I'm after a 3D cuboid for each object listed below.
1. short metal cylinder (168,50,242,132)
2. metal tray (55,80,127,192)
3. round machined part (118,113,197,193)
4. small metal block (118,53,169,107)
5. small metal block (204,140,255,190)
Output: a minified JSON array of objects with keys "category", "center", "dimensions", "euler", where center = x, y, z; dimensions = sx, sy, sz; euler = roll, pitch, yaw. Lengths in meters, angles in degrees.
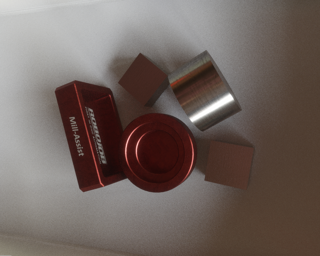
[{"category":"short metal cylinder","center":[0.053,-0.043,0.361],"dimensions":[0.050,0.080,0.080],"euler":[-31,80,17]},{"category":"metal tray","center":[-0.081,0.009,0.401],"dimensions":[0.030,0.090,0.129],"euler":[-18,84,19]},{"category":"round machined part","center":[0.000,0.030,0.397],"dimensions":[0.098,0.042,0.097],"euler":[0,90,19]},{"category":"small metal block","center":[-0.019,-0.063,0.414],"dimensions":[0.050,0.025,0.050],"euler":[42,104,16]},{"category":"small metal block","center":[0.085,0.044,0.378],"dimensions":[0.050,0.025,0.050],"euler":[10,93,20]}]
